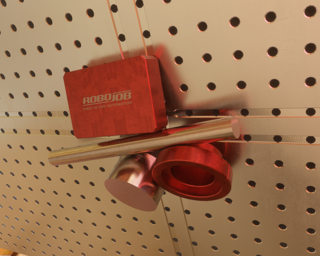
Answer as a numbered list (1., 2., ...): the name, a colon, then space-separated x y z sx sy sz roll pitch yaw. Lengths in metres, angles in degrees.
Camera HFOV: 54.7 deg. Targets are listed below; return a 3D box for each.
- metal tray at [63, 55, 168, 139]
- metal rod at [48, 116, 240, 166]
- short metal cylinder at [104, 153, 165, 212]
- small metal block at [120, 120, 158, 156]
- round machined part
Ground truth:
1. metal tray: -0.060 -0.036 0.397 0.130 0.030 0.089 -5 97 29
2. metal rod: -0.043 0.023 0.413 0.300 0.025 0.025 -11 113 32
3. short metal cylinder: -0.031 0.076 0.441 0.080 0.050 0.080 19 145 14
4. small metal block: -0.029 0.014 0.445 0.050 0.025 0.050 17 125 18
5. round machined part: 0.043 0.051 0.393 0.098 0.042 0.097 11 143 9
